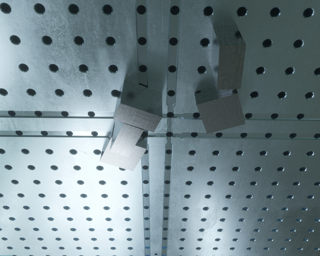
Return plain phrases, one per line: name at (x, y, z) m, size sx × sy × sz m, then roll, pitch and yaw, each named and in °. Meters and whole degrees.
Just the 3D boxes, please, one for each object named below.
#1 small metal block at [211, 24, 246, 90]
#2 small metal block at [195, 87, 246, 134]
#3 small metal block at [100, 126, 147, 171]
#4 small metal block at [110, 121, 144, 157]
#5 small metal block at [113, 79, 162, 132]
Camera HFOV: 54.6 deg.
small metal block at (0.071, -0.076, 0.331) m, size 0.025 × 0.050 × 0.050 m, roll -3°, pitch 130°, yaw 2°
small metal block at (0.076, -0.024, 0.391) m, size 0.050 × 0.025 × 0.050 m, roll -16°, pitch 129°, yaw 13°
small metal block at (-0.051, 0.030, 0.436) m, size 0.050 × 0.025 × 0.050 m, roll 19°, pitch 128°, yaw -16°
small metal block at (-0.041, 0.000, 0.394) m, size 0.025 × 0.050 × 0.050 m, roll 20°, pitch 127°, yaw -16°
small metal block at (-0.025, -0.027, 0.372) m, size 0.050 × 0.050 × 0.025 m, roll 18°, pitch 128°, yaw -15°
